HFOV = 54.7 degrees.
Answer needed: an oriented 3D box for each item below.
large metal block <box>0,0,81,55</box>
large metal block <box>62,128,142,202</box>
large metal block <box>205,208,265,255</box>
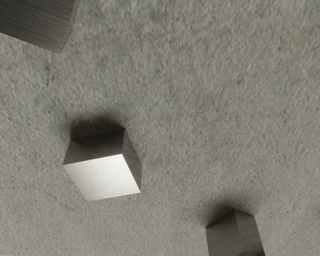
[{"bbox_3d":[-0.116,-0.126,0.281,0.081,0.050,0.079,19,128,-16],"label":"large metal block"},{"bbox_3d":[-0.076,0.053,0.435,0.080,0.050,0.080,-12,130,9],"label":"large metal block"},{"bbox_3d":[0.130,0.203,0.546,0.050,0.080,0.080,27,125,-21],"label":"large metal block"}]
